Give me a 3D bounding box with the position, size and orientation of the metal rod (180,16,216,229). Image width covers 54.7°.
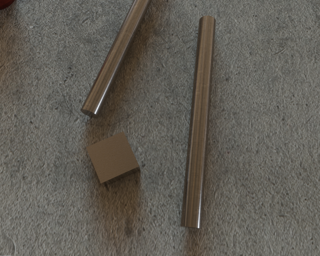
[{"bbox_3d":[0.054,-0.022,0.416,0.025,0.025,0.299,6,70,2],"label":"metal rod"}]

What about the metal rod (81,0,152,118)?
[{"bbox_3d":[-0.044,-0.151,0.462,0.025,0.025,0.300,19,71,6],"label":"metal rod"}]

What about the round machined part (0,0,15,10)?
[{"bbox_3d":[-0.262,-0.221,0.477,0.099,0.042,0.098,0,70,-1],"label":"round machined part"}]

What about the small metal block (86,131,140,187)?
[{"bbox_3d":[-0.059,0.039,0.393,0.050,0.025,0.050,-24,72,-9],"label":"small metal block"}]
